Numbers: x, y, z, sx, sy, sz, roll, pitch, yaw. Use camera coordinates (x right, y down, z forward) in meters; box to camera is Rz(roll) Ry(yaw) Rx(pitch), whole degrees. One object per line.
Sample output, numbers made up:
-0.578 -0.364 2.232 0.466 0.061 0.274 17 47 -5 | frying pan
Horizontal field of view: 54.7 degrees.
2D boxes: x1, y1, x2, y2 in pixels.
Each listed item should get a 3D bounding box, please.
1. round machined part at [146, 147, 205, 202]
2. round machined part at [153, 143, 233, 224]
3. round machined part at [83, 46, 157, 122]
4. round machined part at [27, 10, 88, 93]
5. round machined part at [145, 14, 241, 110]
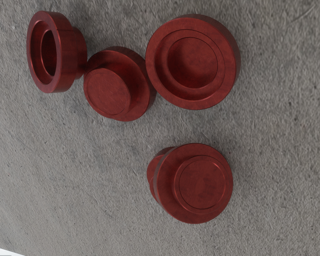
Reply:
0.025 0.078 0.431 0.098 0.042 0.097 13 124 21 | round machined part
0.044 0.067 0.375 0.098 0.098 0.042 47 166 -5 | round machined part
-0.057 -0.050 0.395 0.098 0.042 0.097 13 124 21 | round machined part
-0.127 -0.094 0.389 0.098 0.042 0.097 13 108 45 | round machined part
0.037 -0.072 0.332 0.098 0.042 0.097 13 124 21 | round machined part
